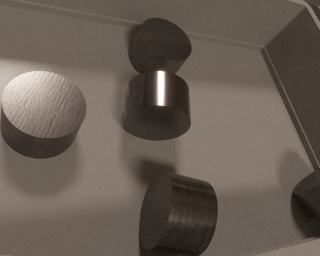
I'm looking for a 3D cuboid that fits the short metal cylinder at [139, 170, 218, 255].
[{"bbox_3d":[0.017,0.090,0.326,0.050,0.080,0.080,17,55,-19],"label":"short metal cylinder"}]

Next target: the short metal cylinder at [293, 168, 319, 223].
[{"bbox_3d":[0.244,0.092,0.449,0.081,0.080,0.050,-29,79,-38],"label":"short metal cylinder"}]

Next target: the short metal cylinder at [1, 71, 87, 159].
[{"bbox_3d":[-0.125,-0.014,0.331,0.081,0.050,0.080,14,56,-21],"label":"short metal cylinder"}]

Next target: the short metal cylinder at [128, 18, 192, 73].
[{"bbox_3d":[0.000,-0.116,0.462,0.081,0.050,0.080,14,56,-21],"label":"short metal cylinder"}]

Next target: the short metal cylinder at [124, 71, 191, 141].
[{"bbox_3d":[-0.003,-0.025,0.386,0.081,0.080,0.050,14,56,-21],"label":"short metal cylinder"}]
